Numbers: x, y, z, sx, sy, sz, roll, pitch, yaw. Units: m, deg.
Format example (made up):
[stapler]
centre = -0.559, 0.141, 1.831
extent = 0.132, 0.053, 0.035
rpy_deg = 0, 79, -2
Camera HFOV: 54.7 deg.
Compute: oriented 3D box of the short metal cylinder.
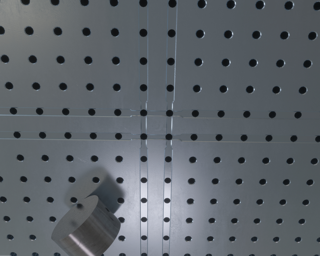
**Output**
[short metal cylinder]
centre = -0.103, 0.142, 0.435
extent = 0.080, 0.080, 0.050
rpy_deg = -33, 107, 11
